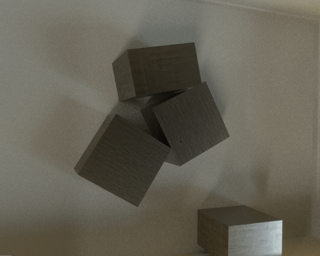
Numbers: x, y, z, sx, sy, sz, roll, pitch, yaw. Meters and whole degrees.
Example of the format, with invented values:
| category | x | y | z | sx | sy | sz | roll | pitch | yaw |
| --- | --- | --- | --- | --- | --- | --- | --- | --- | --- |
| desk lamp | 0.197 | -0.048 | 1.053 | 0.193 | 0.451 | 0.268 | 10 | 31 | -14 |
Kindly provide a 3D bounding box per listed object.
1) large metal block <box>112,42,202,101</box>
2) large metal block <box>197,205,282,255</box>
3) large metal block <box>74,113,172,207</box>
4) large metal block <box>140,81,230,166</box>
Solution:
| category | x | y | z | sx | sy | sz | roll | pitch | yaw |
| --- | --- | --- | --- | --- | --- | --- | --- | --- | --- |
| large metal block | -0.007 | -0.066 | 0.380 | 0.081 | 0.080 | 0.050 | -12 | 94 | -20 |
| large metal block | 0.106 | 0.143 | 0.422 | 0.081 | 0.080 | 0.050 | 1 | 90 | -20 |
| large metal block | -0.047 | 0.038 | 0.381 | 0.080 | 0.050 | 0.080 | 34 | 79 | -17 |
| large metal block | 0.033 | -0.006 | 0.410 | 0.081 | 0.050 | 0.080 | -28 | 100 | -18 |
